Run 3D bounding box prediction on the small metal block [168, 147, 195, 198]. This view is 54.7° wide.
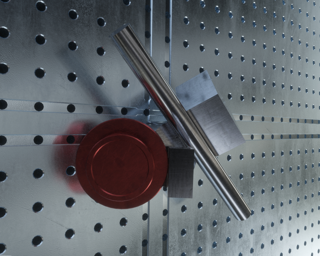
[{"bbox_3d":[0.022,0.046,0.339,0.025,0.050,0.050,3,89,0],"label":"small metal block"}]

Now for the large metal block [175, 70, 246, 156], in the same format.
[{"bbox_3d":[0.065,-0.020,0.415,0.080,0.050,0.080,54,16,-27],"label":"large metal block"}]

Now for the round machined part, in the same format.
[{"bbox_3d":[-0.040,0.038,0.327,0.099,0.042,0.097,0,93,-2],"label":"round machined part"}]

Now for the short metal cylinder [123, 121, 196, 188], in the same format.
[{"bbox_3d":[0.000,0.031,0.388,0.081,0.050,0.079,0,90,-40],"label":"short metal cylinder"}]

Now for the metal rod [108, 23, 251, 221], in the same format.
[{"bbox_3d":[0.038,0.012,0.372,0.025,0.025,0.300,-51,120,-28],"label":"metal rod"}]
